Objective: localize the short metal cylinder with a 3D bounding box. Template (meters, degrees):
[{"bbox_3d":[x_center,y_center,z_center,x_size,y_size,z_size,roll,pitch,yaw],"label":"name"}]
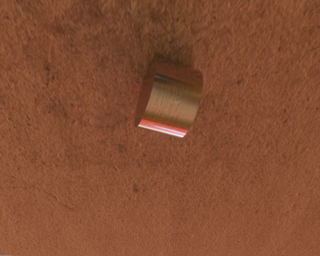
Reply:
[{"bbox_3d":[0.007,-0.033,0.343,0.050,0.080,0.079,15,129,-13],"label":"short metal cylinder"}]
